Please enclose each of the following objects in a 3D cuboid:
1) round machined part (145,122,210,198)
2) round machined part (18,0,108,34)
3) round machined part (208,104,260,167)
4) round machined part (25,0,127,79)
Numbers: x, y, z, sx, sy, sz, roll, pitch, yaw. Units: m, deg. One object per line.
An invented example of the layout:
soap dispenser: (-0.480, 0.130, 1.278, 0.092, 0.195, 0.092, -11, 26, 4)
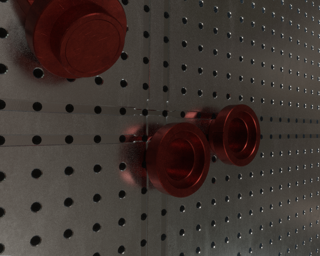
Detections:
round machined part: (0.020, 0.041, 0.417, 0.099, 0.042, 0.097, 0, 90, -40)
round machined part: (-0.095, -0.149, 0.319, 0.099, 0.042, 0.097, 0, 90, -40)
round machined part: (0.116, 0.011, 0.498, 0.099, 0.042, 0.097, -1, 91, -40)
round machined part: (-0.074, -0.089, 0.304, 0.099, 0.042, 0.097, -29, 146, -21)
